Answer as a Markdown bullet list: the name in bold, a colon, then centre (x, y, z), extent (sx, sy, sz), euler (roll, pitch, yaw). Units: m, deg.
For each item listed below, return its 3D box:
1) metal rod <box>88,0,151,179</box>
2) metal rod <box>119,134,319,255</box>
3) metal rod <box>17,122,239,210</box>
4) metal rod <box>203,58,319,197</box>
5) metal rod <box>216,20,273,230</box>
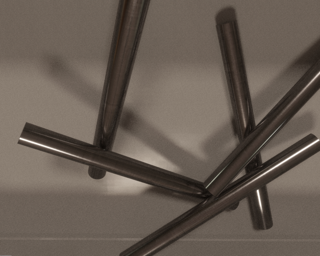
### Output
- **metal rod**: centre (-0.049, -0.037, 0.331), extent (0.025, 0.025, 0.298), euler (16, 135, -6)
- **metal rod**: centre (0.078, 0.099, 0.412), extent (0.301, 0.025, 0.025), euler (-33, 107, 3)
- **metal rod**: centre (-0.021, 0.057, 0.394), extent (0.302, 0.025, 0.025), euler (22, 109, -23)
- **metal rod**: centre (0.163, -0.031, 0.383), extent (0.025, 0.025, 0.299), euler (39, 98, -14)
- **metal rod**: centre (0.118, 0.010, 0.416), extent (0.025, 0.025, 0.298), euler (-15, 110, 5)
